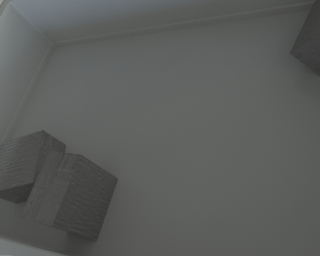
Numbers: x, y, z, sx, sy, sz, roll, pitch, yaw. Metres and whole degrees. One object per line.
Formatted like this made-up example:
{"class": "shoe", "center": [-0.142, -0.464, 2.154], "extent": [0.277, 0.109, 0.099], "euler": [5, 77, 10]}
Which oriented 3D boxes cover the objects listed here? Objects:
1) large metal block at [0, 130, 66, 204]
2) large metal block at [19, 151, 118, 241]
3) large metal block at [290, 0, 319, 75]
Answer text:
{"class": "large metal block", "center": [-0.191, 0.058, 0.452], "extent": [0.080, 0.050, 0.080], "euler": [-15, 56, 19]}
{"class": "large metal block", "center": [-0.104, 0.082, 0.373], "extent": [0.050, 0.080, 0.080], "euler": [3, 63, 29]}
{"class": "large metal block", "center": [0.198, -0.110, 0.327], "extent": [0.080, 0.050, 0.080], "euler": [-60, 10, -15]}
